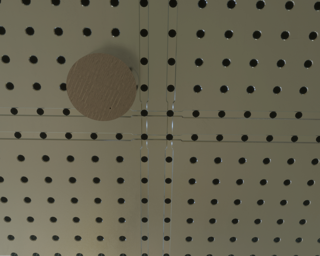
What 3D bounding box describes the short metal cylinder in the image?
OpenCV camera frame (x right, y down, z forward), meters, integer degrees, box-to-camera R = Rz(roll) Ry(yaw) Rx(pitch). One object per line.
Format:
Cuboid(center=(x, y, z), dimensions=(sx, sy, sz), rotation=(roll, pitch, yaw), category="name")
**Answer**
Cuboid(center=(-0.067, -0.054, 0.380), dimensions=(0.080, 0.050, 0.079), rotation=(0, 110, 0), category="short metal cylinder")
